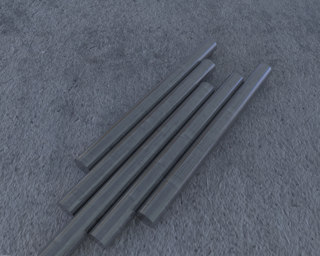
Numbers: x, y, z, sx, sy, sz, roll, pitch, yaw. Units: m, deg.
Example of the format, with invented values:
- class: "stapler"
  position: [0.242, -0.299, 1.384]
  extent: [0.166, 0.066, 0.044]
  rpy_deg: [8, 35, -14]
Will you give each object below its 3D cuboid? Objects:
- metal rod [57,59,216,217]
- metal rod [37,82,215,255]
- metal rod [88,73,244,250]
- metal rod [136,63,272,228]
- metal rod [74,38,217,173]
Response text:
- class: "metal rod"
  position: [-0.012, -0.005, 0.409]
  extent: [0.025, 0.025, 0.301]
  rpy_deg: [29, 56, 22]
- class: "metal rod"
  position: [-0.019, 0.036, 0.374]
  extent: [0.025, 0.025, 0.301]
  rpy_deg: [29, 56, 22]
- class: "metal rod"
  position: [0.026, 0.021, 0.387]
  extent: [0.025, 0.025, 0.301]
  rpy_deg: [29, 56, 22]
- class: "metal rod"
  position: [0.073, 0.003, 0.402]
  extent: [0.025, 0.025, 0.301]
  rpy_deg: [29, 56, 22]
- class: "metal rod"
  position: [-0.003, -0.047, 0.444]
  extent: [0.025, 0.025, 0.301]
  rpy_deg: [29, 56, 22]
